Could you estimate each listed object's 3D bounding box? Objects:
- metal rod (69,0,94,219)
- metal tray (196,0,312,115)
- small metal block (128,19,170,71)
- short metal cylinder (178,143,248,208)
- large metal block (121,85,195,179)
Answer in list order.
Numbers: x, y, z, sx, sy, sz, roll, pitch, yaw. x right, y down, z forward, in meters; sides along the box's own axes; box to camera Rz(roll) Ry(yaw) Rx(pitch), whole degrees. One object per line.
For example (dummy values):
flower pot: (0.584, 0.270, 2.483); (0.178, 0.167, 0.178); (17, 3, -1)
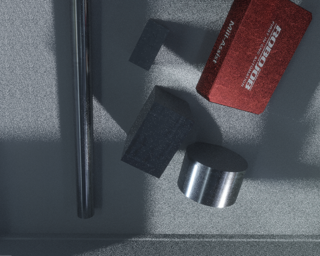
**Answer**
metal rod: (-0.100, -0.013, 0.404); (0.025, 0.025, 0.298); (3, 110, -2)
metal tray: (0.108, -0.086, 0.360); (0.091, 0.030, 0.129); (11, 112, -30)
small metal block: (-0.012, -0.098, 0.362); (0.025, 0.050, 0.050); (26, 108, -10)
short metal cylinder: (0.068, 0.059, 0.405); (0.081, 0.080, 0.050); (11, 110, -5)
large metal block: (-0.004, 0.002, 0.383); (0.050, 0.080, 0.080); (28, 108, -10)
